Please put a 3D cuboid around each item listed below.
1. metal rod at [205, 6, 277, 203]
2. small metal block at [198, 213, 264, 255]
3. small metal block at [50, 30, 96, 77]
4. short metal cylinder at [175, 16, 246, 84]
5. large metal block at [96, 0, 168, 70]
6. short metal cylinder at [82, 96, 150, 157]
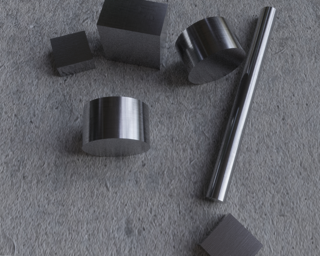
[{"bbox_3d":[0.117,-0.045,0.425,0.025,0.025,0.300,18,71,6],"label":"metal rod"},{"bbox_3d":[0.081,0.136,0.359,0.050,0.025,0.050,-43,76,-14],"label":"small metal block"},{"bbox_3d":[-0.125,-0.107,0.446,0.050,0.025,0.050,-16,71,-6],"label":"small metal block"},{"bbox_3d":[0.067,-0.102,0.417,0.081,0.080,0.050,-18,71,-7],"label":"short metal cylinder"},{"bbox_3d":[-0.034,-0.129,0.426,0.080,0.080,0.050,11,71,3],"label":"large metal block"},{"bbox_3d":[-0.053,0.001,0.378,0.081,0.080,0.050,-3,70,-1],"label":"short metal cylinder"}]
